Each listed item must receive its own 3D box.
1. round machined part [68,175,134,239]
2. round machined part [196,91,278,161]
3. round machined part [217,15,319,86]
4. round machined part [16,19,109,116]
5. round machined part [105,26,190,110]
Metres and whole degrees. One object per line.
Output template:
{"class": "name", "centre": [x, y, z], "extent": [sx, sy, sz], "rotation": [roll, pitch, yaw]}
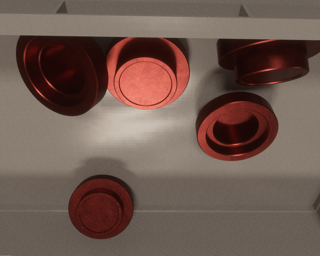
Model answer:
{"class": "round machined part", "centre": [-0.090, 0.124, 0.472], "extent": [0.099, 0.042, 0.097], "rotation": [0, 96, -4]}
{"class": "round machined part", "centre": [0.094, -0.006, 0.394], "extent": [0.099, 0.042, 0.097], "rotation": [-1, 130, 0]}
{"class": "round machined part", "centre": [0.107, -0.069, 0.305], "extent": [0.099, 0.042, 0.098], "rotation": [-4, 175, 0]}
{"class": "round machined part", "centre": [-0.097, -0.065, 0.326], "extent": [0.098, 0.042, 0.097], "rotation": [13, 125, 19]}
{"class": "round machined part", "centre": [-0.015, -0.059, 0.347], "extent": [0.099, 0.042, 0.097], "rotation": [-1, 130, 0]}
